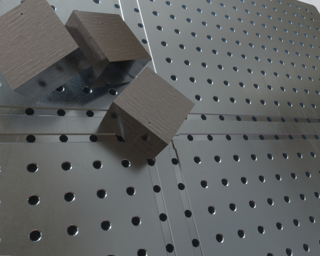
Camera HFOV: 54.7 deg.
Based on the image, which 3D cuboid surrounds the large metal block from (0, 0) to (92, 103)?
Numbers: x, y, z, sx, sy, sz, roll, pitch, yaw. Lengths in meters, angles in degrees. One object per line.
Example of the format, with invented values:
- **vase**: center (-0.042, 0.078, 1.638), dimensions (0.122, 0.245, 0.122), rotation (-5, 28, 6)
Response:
- **large metal block**: center (-0.138, -0.089, 0.349), dimensions (0.080, 0.050, 0.080), rotation (-35, 80, -3)

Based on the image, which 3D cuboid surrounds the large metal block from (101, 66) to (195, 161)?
- **large metal block**: center (-0.014, -0.019, 0.398), dimensions (0.080, 0.050, 0.080), rotation (38, 51, -3)

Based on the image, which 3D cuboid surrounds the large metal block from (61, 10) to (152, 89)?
- **large metal block**: center (-0.072, -0.103, 0.405), dimensions (0.080, 0.050, 0.081), rotation (55, 37, 10)
